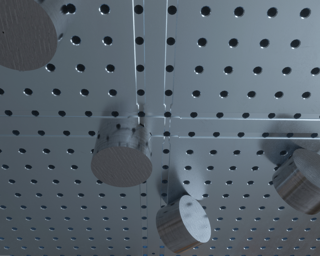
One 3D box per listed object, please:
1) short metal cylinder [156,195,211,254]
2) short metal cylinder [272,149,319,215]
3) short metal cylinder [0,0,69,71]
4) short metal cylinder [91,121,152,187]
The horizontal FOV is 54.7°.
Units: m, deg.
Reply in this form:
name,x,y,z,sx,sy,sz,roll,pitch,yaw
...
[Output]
name,x,y,z,sx,sy,sz,roll,pitch,yaw
short metal cylinder,0.039,0.159,0.511,0.050,0.080,0.080,-36,122,26
short metal cylinder,0.211,0.076,0.443,0.081,0.080,0.050,16,128,-14
short metal cylinder,-0.136,-0.104,0.305,0.081,0.050,0.079,0,130,0
short metal cylinder,-0.050,0.037,0.426,0.081,0.050,0.079,0,130,0
